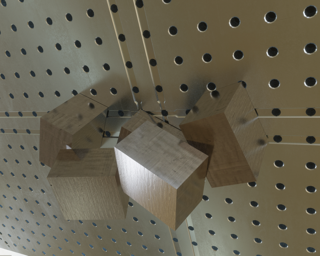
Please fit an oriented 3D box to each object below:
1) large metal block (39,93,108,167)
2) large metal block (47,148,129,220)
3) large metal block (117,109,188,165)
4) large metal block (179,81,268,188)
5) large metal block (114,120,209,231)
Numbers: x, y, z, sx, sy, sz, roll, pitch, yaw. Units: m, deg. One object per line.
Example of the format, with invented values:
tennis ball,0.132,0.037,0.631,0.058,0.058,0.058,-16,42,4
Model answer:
large metal block,-0.123,0.009,0.443,0.050,0.080,0.079,27,128,11
large metal block,-0.086,0.073,0.399,0.080,0.050,0.079,-2,127,5
large metal block,-0.014,0.034,0.421,0.080,0.050,0.079,28,128,10
large metal block,0.074,0.006,0.339,0.050,0.080,0.080,-17,110,34
large metal block,0.001,0.051,0.335,0.080,0.050,0.080,30,143,28
